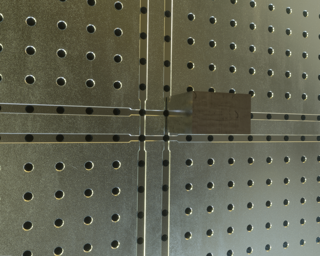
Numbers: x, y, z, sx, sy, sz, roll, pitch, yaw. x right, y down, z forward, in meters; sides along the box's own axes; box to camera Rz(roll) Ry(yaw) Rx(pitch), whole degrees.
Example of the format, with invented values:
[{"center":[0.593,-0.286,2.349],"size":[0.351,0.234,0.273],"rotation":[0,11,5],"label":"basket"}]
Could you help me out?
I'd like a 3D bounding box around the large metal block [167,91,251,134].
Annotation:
[{"center":[0.061,-0.018,0.407],"size":[0.081,0.080,0.050],"rotation":[1,90,-20],"label":"large metal block"}]
